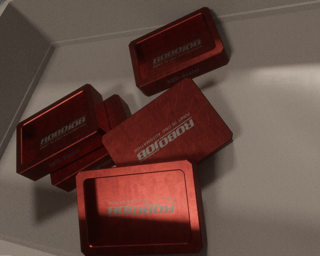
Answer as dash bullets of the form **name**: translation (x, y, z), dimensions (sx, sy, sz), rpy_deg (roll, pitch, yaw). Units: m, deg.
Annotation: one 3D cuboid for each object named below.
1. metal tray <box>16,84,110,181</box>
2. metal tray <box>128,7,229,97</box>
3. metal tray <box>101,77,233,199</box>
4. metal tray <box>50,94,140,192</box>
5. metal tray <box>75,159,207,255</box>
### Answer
- **metal tray**: translation (-0.137, 0.005, 0.429), dimensions (0.130, 0.030, 0.090), rpy_deg (-28, 52, 10)
- **metal tray**: translation (0.023, -0.110, 0.450), dimensions (0.130, 0.030, 0.090), rpy_deg (-21, 59, 15)
- **metal tray**: translation (0.008, 0.013, 0.367), dimensions (0.130, 0.030, 0.090), rpy_deg (-35, 75, 4)
- **metal tray**: translation (-0.096, 0.020, 0.439), dimensions (0.130, 0.030, 0.090), rpy_deg (-31, 52, 8)
- **metal tray**: translation (-0.022, 0.084, 0.329), dimensions (0.130, 0.030, 0.090), rpy_deg (-8, 83, 15)
